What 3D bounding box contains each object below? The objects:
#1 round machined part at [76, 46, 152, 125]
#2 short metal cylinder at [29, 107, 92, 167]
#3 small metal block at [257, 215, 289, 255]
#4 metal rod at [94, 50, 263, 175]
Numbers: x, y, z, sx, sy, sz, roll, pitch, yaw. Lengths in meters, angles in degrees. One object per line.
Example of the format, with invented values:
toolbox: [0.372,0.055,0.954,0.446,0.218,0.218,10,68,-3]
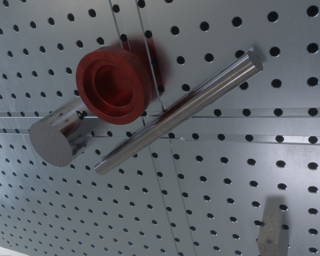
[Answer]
round machined part: [-0.054,-0.056,0.394,0.098,0.042,0.097,13,124,21]
short metal cylinder: [-0.155,0.014,0.485,0.080,0.050,0.079,13,124,21]
small metal block: [0.151,0.152,0.410,0.025,0.050,0.050,-7,115,31]
metal rod: [0.001,-0.002,0.409,0.299,0.025,0.025,-35,99,38]
